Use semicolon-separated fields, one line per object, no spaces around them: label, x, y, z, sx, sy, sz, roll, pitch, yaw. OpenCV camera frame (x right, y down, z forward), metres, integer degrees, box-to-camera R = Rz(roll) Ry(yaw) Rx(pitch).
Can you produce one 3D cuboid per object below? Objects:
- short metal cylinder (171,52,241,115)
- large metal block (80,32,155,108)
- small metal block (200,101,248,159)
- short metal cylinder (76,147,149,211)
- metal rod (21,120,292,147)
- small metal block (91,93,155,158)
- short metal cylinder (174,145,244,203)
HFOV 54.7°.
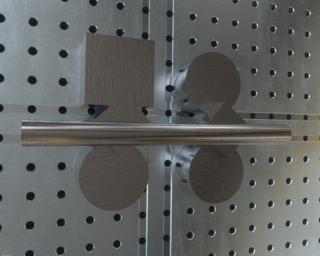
short metal cylinder;0.061;-0.058;0.422;0.081;0.050;0.080;0;90;-20
large metal block;-0.053;-0.065;0.379;0.081;0.050;0.080;1;90;-20
small metal block;0.077;0.003;0.388;0.050;0.025;0.050;42;77;-15
short metal cylinder;-0.060;0.054;0.376;0.081;0.050;0.080;0;90;-20
metal rod;0.015;0.006;0.338;0.302;0.025;0.025;1;90;-20
small metal block;-0.043;-0.003;0.344;0.050;0.025;0.050;-42;103;-15
short metal cylinder;0.066;0.057;0.424;0.081;0.050;0.080;0;90;-20
